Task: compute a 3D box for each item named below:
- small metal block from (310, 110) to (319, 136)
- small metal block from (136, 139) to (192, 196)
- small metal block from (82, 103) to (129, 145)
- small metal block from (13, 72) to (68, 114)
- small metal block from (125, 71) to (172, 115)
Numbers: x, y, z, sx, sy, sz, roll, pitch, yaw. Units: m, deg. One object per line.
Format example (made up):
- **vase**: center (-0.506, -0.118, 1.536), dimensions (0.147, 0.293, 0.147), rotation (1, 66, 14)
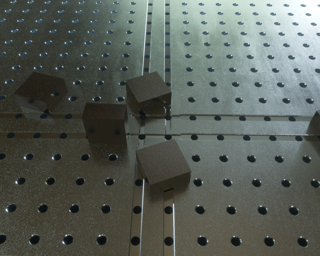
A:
- **small metal block**: center (0.240, -0.001, 0.412), dimensions (0.050, 0.025, 0.050), rotation (-11, 51, -10)
- **small metal block**: center (0.003, 0.046, 0.369), dimensions (0.050, 0.025, 0.050), rotation (-16, 52, -14)
- **small metal block**: center (-0.067, -0.005, 0.395), dimensions (0.050, 0.050, 0.025), rotation (2, 50, 1)
- **small metal block**: center (-0.171, -0.052, 0.449), dimensions (0.050, 0.025, 0.050), rotation (15, 51, 11)
- **small metal block**: center (-0.017, -0.052, 0.451), dimensions (0.050, 0.025, 0.050), rotation (-20, 53, -16)
